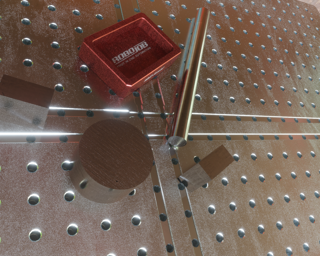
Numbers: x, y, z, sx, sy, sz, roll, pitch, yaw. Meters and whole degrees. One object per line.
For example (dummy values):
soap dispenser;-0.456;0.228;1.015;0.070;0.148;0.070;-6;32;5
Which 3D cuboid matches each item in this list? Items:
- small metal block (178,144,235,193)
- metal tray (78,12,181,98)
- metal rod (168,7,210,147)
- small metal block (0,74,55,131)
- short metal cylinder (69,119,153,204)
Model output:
small metal block;0.059;0.052;0.394;0.050;0.050;0.025;-30;79;-38
metal tray;-0.040;-0.110;0.451;0.090;0.030;0.131;45;51;3
metal rod;0.053;-0.100;0.499;0.025;0.025;0.300;24;53;-14
small metal block;-0.145;-0.025;0.330;0.050;0.050;0.025;17;55;-19
short metal cylinder;-0.054;0.037;0.341;0.081;0.050;0.080;14;56;-21
